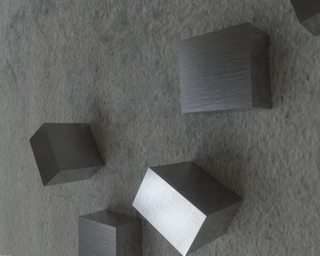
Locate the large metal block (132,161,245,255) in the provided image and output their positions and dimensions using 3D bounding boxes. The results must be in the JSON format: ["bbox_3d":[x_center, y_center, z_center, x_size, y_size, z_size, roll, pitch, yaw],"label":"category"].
[{"bbox_3d":[0.032,0.082,0.342,0.080,0.081,0.050,36,112,34],"label":"large metal block"}]

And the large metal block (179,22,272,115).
[{"bbox_3d":[0.069,-0.057,0.331,0.080,0.050,0.079,-3,88,39],"label":"large metal block"}]

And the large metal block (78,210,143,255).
[{"bbox_3d":[-0.072,0.169,0.446,0.080,0.050,0.079,0,90,39],"label":"large metal block"}]

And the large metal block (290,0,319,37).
[{"bbox_3d":[0.152,-0.138,0.263,0.080,0.050,0.080,-25,75,37],"label":"large metal block"}]

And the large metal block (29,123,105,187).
[{"bbox_3d":[-0.145,0.039,0.486,0.050,0.081,0.080,-39,66,33],"label":"large metal block"}]
